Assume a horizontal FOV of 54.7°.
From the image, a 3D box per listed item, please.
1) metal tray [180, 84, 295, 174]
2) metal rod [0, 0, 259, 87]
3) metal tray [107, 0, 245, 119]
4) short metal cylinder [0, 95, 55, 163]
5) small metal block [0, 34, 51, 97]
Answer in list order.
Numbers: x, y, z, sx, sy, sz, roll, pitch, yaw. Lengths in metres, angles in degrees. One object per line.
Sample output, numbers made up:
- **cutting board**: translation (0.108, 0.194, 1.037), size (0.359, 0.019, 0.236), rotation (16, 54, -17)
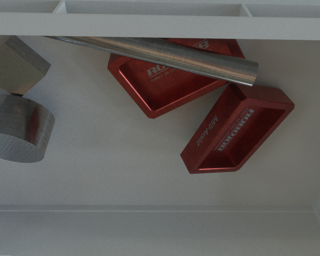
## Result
- **metal tray**: translation (0.094, 0.006, 0.391), size (0.091, 0.030, 0.129), rotation (3, 134, -32)
- **metal rod**: translation (-0.055, -0.088, 0.301), size (0.302, 0.025, 0.025), rotation (14, 129, 0)
- **metal tray**: translation (0.020, -0.073, 0.344), size (0.130, 0.030, 0.090), rotation (-25, 126, 19)
- **short metal cylinder**: translation (-0.176, 0.003, 0.377), size (0.080, 0.050, 0.080), rotation (4, 150, 3)
- **small metal block**: translation (-0.162, -0.068, 0.349), size (0.050, 0.025, 0.050), rotation (-33, 123, 24)
